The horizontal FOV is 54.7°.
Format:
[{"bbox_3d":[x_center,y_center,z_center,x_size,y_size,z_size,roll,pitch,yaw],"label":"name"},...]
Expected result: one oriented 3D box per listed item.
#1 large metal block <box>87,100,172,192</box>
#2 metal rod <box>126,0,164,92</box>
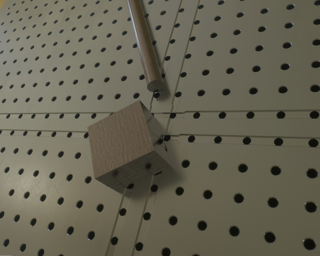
[{"bbox_3d":[-0.041,0.023,0.399,0.080,0.050,0.080,-27,53,11],"label":"large metal block"},{"bbox_3d":[-0.035,-0.178,0.536,0.025,0.025,0.299,-24,53,14],"label":"metal rod"}]
